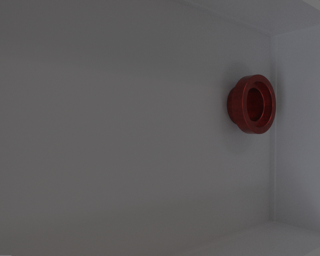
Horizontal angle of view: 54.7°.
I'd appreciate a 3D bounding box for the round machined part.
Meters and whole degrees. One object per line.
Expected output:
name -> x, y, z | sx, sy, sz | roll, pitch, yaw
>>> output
round machined part -> 0.150, -0.039, 0.521 | 0.099, 0.042, 0.097 | 0, 90, -40
